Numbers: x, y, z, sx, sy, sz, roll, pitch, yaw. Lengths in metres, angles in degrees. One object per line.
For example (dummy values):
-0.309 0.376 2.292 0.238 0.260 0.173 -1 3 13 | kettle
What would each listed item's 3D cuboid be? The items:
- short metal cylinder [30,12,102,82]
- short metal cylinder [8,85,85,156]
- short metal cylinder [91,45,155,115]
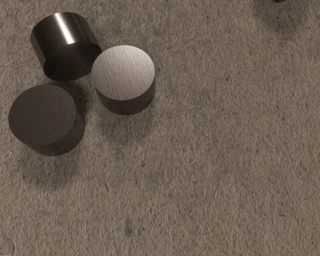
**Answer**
-0.125 -0.107 0.417 0.080 0.080 0.050 -25 72 -9 | short metal cylinder
-0.142 -0.009 0.396 0.081 0.050 0.080 0 70 0 | short metal cylinder
-0.047 -0.063 0.417 0.081 0.050 0.080 0 70 0 | short metal cylinder
